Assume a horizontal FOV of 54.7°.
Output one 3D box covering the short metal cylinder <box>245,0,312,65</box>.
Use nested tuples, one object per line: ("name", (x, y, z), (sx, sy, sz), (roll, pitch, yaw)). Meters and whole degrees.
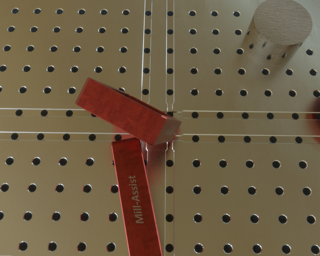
("short metal cylinder", (0.170, -0.140, 0.451), (0.081, 0.050, 0.080), (0, 70, 0))

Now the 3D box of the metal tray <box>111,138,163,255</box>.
("metal tray", (-0.024, 0.085, 0.345), (0.030, 0.090, 0.130), (-11, 71, -4))

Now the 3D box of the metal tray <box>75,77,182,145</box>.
("metal tray", (-0.028, -0.016, 0.360), (0.090, 0.130, 0.030), (28, 95, 10))
